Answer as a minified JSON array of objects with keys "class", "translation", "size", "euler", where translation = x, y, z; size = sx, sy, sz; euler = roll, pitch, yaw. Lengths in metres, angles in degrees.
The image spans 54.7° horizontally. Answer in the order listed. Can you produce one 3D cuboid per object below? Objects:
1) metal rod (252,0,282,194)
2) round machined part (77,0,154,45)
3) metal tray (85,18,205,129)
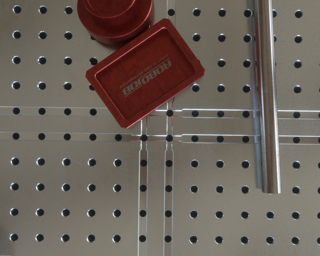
[{"class":"metal rod","translation":[0.142,-0.064,0.414],"size":[0.025,0.025,0.298],"euler":[-3,90,0]},{"class":"round machined part","translation":[-0.059,-0.160,0.394],"size":[0.099,0.042,0.098],"euler":[-1,79,7]},{"class":"metal tray","translation":[-0.019,-0.070,0.410],"size":[0.130,0.030,0.090],"euler":[-35,90,0]}]
